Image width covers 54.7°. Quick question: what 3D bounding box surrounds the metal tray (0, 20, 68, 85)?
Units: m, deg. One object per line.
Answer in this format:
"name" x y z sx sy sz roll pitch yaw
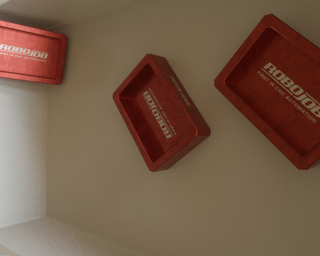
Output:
"metal tray" -0.231 -0.127 0.527 0.030 0.131 0.089 22 105 56

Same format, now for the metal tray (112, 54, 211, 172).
"metal tray" -0.003 -0.020 0.406 0.090 0.030 0.130 -43 64 31

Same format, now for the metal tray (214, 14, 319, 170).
"metal tray" 0.125 -0.036 0.299 0.130 0.030 0.090 51 120 27
